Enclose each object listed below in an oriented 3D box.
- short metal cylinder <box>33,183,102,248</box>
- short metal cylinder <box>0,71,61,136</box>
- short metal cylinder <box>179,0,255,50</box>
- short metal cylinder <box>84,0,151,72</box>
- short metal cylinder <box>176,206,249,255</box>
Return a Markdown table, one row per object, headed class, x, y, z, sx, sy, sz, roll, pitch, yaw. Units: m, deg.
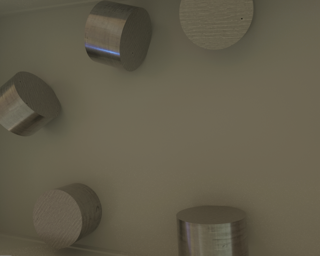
| class | x | y | z | sx | sy | sz | roll | pitch | yaw |
| --- | --- | --- | --- | --- | --- | --- | --- | --- | --- |
| short metal cylinder | -0.132 | 0.123 | 0.444 | 0.080 | 0.050 | 0.080 | 0 | 90 | 20 |
| short metal cylinder | -0.194 | -0.035 | 0.450 | 0.050 | 0.080 | 0.080 | -34 | 79 | 17 |
| short metal cylinder | 0.068 | -0.135 | 0.360 | 0.080 | 0.050 | 0.079 | 7 | 113 | 16 |
| short metal cylinder | -0.052 | -0.118 | 0.400 | 0.050 | 0.080 | 0.080 | 19 | 96 | 19 |
| short metal cylinder | 0.060 | 0.125 | 0.360 | 0.080 | 0.080 | 0.050 | -3 | 89 | 20 |
